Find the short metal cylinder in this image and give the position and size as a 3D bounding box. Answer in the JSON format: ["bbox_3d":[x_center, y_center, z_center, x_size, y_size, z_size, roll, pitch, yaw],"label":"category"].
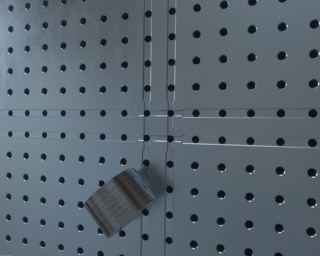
[{"bbox_3d":[-0.050,0.096,0.401,0.080,0.080,0.050,-44,76,15],"label":"short metal cylinder"}]
